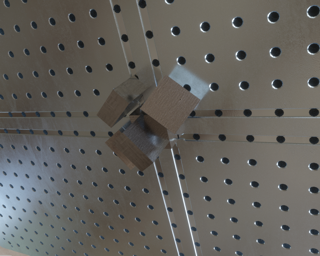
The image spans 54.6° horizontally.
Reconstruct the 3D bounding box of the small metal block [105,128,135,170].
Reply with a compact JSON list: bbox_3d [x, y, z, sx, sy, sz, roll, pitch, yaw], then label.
[{"bbox_3d":[-0.047,0.027,0.433,0.025,0.050,0.050,-43,95,2],"label":"small metal block"}]

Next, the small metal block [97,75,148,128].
[{"bbox_3d":[-0.048,-0.034,0.400,0.025,0.050,0.050,42,129,0],"label":"small metal block"}]

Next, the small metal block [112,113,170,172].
[{"bbox_3d":[-0.022,0.017,0.386,0.050,0.050,0.025,45,128,-4],"label":"small metal block"}]

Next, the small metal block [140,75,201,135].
[{"bbox_3d":[0.012,-0.027,0.371,0.050,0.025,0.050,37,89,4],"label":"small metal block"}]

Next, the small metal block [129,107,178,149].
[{"bbox_3d":[-0.008,0.000,0.415,0.050,0.025,0.050,0,118,27],"label":"small metal block"}]
